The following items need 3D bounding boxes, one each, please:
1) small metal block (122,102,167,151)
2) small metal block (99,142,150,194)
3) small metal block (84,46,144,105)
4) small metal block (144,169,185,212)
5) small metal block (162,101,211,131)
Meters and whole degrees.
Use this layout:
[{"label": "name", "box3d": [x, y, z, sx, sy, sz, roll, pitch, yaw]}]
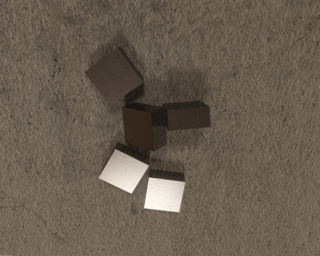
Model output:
[{"label": "small metal block", "box3d": [-0.020, -0.003, 0.394, 0.050, 0.025, 0.050, 13, 116, 38]}, {"label": "small metal block", "box3d": [-0.049, 0.055, 0.429, 0.050, 0.025, 0.050, 28, 107, -10]}, {"label": "small metal block", "box3d": [-0.056, -0.065, 0.385, 0.050, 0.025, 0.050, -33, 107, 11]}, {"label": "small metal block", "box3d": [0.006, 0.089, 0.443, 0.050, 0.025, 0.050, 8, 110, -4]}, {"label": "small metal block", "box3d": [0.031, -0.016, 0.387, 0.050, 0.050, 0.025, -5, 103, -6]}]
